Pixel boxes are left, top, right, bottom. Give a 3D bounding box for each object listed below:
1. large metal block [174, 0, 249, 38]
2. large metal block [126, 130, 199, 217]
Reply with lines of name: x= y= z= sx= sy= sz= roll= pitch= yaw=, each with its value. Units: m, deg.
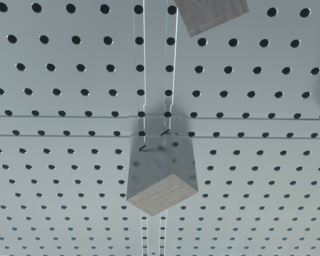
large metal block: x=0.031 y=-0.137 z=0.259 sx=0.050 sy=0.080 sz=0.080 roll=-21 pitch=127 yaw=16
large metal block: x=0.002 y=0.062 z=0.429 sx=0.080 sy=0.080 sz=0.050 roll=-35 pitch=122 yaw=25
